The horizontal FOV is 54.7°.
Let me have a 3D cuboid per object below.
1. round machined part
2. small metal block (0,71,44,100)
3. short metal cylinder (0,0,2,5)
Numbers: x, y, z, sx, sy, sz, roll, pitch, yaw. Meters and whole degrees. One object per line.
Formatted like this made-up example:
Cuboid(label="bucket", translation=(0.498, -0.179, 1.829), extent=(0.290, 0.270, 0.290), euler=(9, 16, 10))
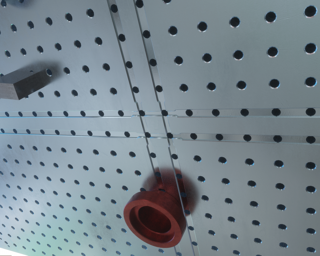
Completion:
Cuboid(label="round machined part", translation=(-0.004, 0.137, 0.486), extent=(0.098, 0.042, 0.097), euler=(13, 124, 20))
Cuboid(label="small metal block", translation=(-0.215, -0.065, 0.465), extent=(0.050, 0.050, 0.025), euler=(7, 121, 24))
Cuboid(label="short metal cylinder", translation=(-0.237, -0.184, 0.384), extent=(0.080, 0.080, 0.050), euler=(48, 129, -6))
